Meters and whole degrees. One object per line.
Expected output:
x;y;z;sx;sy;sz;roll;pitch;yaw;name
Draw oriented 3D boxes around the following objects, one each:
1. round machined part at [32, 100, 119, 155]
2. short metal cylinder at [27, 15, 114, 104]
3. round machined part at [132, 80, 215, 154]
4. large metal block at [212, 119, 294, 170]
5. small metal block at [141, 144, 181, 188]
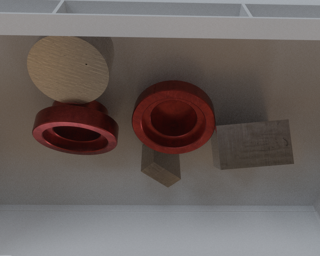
-0.100;-0.004;0.378;0.099;0.042;0.098;1;154;1;round machined part
-0.092;-0.072;0.330;0.081;0.050;0.079;0;130;0;short metal cylinder
0.017;-0.017;0.381;0.099;0.042;0.097;2;129;3;round machined part
0.109;0.021;0.385;0.080;0.080;0.050;-5;85;4;large metal block
0.001;0.047;0.433;0.050;0.050;0.025;36;121;-27;small metal block
